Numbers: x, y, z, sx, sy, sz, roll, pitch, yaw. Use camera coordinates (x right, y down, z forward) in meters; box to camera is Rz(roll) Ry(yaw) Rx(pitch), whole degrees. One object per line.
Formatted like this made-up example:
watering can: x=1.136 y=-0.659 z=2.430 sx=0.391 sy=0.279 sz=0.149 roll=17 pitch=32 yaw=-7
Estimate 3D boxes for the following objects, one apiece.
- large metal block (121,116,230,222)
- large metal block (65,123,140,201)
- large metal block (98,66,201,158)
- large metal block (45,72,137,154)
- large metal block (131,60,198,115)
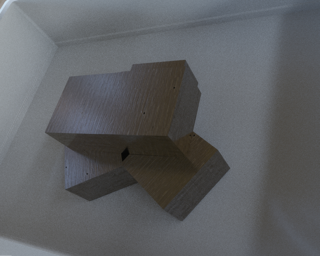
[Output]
large metal block: x=0.017 y=0.043 z=0.351 sx=0.080 sy=0.050 sz=0.080 roll=-47 pitch=51 yaw=-5
large metal block: x=-0.075 y=0.038 z=0.404 sx=0.080 sy=0.050 sz=0.080 roll=-23 pitch=53 yaw=14
large metal block: x=-0.008 y=-0.017 z=0.336 sx=0.080 sy=0.050 sz=0.080 roll=1 pitch=62 yaw=28
large metal block: x=-0.078 y=-0.018 z=0.375 sx=0.080 sy=0.050 sz=0.080 roll=1 pitch=62 yaw=28
large metal block: x=-0.002 y=-0.041 z=0.414 sx=0.080 sy=0.050 sz=0.080 roll=2 pitch=62 yaw=29
